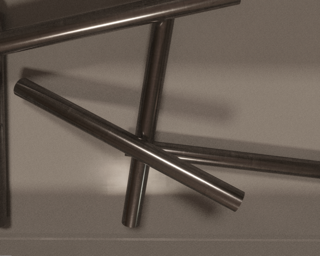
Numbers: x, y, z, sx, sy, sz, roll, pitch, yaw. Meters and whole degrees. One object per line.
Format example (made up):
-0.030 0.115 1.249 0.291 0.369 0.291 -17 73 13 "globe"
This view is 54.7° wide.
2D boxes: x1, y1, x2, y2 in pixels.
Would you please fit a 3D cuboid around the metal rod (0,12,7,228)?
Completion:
-0.218 0.002 0.409 0.025 0.025 0.298 8 110 -4 "metal rod"

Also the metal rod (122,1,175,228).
-0.015 -0.016 0.385 0.025 0.025 0.298 9 102 -4 "metal rod"

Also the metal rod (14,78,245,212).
-0.043 0.016 0.370 0.301 0.025 0.025 27 108 8 "metal rod"

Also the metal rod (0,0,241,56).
-0.065 -0.116 0.338 0.302 0.025 0.025 -11 110 4 "metal rod"

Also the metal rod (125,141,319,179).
0.104 0.044 0.429 0.302 0.025 0.025 7 110 -3 "metal rod"
